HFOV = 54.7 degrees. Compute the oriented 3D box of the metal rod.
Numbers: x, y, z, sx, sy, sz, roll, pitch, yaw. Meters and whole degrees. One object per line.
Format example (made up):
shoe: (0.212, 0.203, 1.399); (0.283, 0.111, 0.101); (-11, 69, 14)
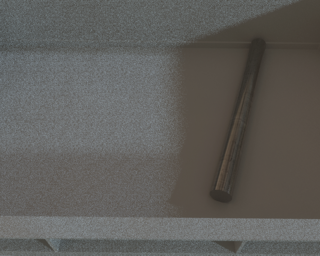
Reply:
metal rod: (0.117, -0.033, 0.434); (0.025, 0.025, 0.301); (15, 51, 12)
